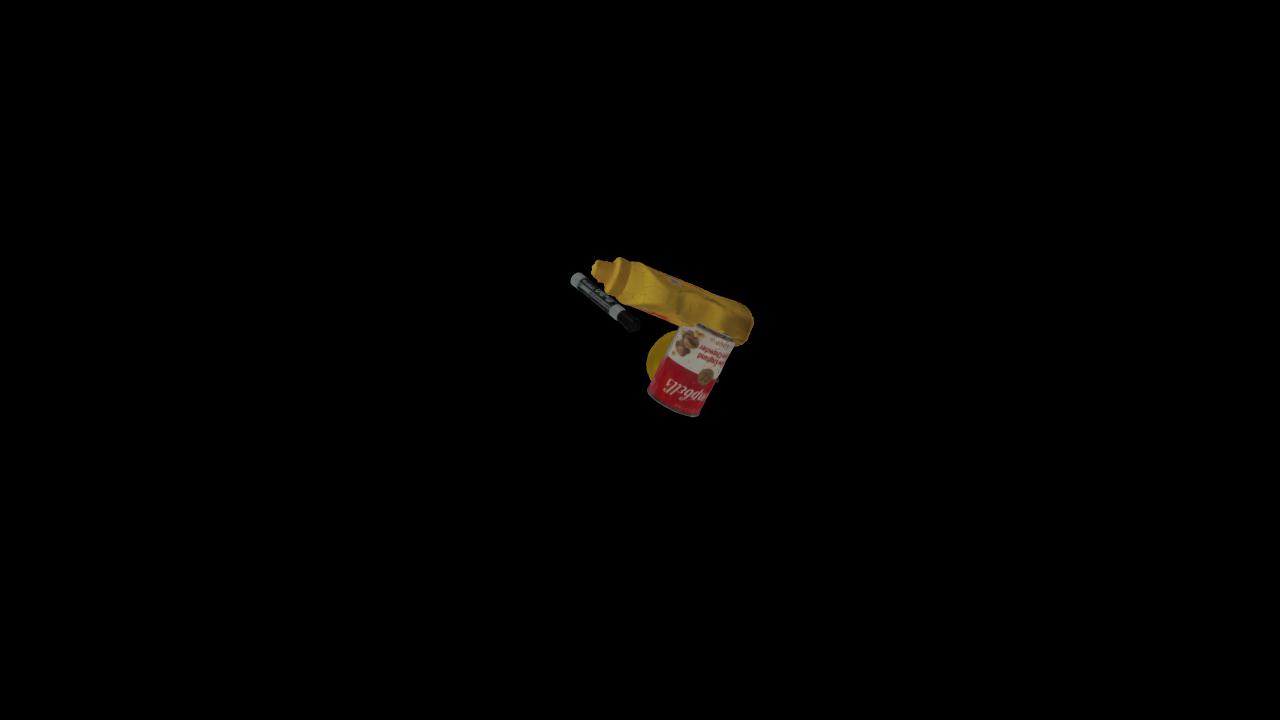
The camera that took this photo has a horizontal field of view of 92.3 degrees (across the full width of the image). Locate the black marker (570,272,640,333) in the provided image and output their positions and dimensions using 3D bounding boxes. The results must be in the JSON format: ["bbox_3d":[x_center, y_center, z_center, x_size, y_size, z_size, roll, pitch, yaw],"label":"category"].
[{"bbox_3d":[-0.040,-0.068,0.723,0.020,0.020,0.121,0,32,-48],"label":"black marker"}]

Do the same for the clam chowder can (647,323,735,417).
[{"bbox_3d":[0.060,0.005,0.701,0.068,0.102,0.068,24,13,-6],"label":"clam chowder can"}]

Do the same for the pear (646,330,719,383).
[{"bbox_3d":[0.060,0.003,0.738,0.080,0.080,0.111,0,2,-39],"label":"pear"}]

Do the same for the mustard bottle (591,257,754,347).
[{"bbox_3d":[0.031,-0.069,0.685,0.184,0.054,0.092,21,12,-20],"label":"mustard bottle"}]
